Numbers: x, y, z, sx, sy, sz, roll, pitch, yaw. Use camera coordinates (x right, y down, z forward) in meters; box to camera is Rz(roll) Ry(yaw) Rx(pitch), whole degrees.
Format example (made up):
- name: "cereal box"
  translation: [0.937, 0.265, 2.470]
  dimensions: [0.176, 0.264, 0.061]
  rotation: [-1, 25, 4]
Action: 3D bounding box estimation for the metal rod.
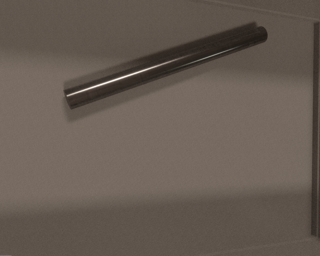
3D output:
- name: "metal rod"
  translation: [0.022, -0.087, 0.419]
  dimensions: [0.302, 0.025, 0.025]
  rotation: [-22, 98, -19]
